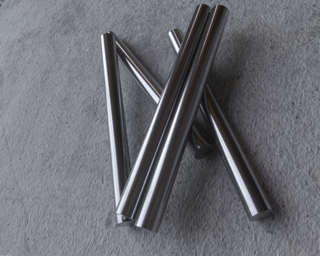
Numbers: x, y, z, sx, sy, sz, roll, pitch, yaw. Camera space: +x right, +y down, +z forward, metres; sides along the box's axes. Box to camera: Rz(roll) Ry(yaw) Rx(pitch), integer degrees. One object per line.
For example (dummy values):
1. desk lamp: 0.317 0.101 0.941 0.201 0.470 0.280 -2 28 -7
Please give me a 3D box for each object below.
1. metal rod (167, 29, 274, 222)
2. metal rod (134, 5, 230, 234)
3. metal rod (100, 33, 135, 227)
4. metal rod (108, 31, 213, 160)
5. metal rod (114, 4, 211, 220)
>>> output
1. metal rod: 0.061 -0.029 0.389 0.025 0.025 0.299 -27 52 11
2. metal rod: 0.034 -0.028 0.369 0.025 0.025 0.300 7 65 31
3. metal rod: -0.062 -0.017 0.430 0.025 0.025 0.299 -20 59 16
4. metal rod: -0.019 -0.066 0.454 0.025 0.025 0.300 -38 51 2
5. metal rod: 0.013 -0.036 0.385 0.025 0.025 0.300 7 65 31
